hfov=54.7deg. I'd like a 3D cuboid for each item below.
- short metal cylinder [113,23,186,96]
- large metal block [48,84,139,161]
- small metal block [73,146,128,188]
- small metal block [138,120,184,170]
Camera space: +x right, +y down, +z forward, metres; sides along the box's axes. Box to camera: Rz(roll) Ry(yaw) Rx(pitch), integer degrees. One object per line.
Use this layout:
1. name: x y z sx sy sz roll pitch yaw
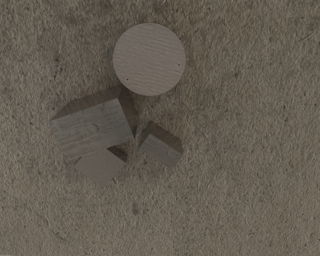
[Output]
1. short metal cylinder: -0.012 -0.083 0.366 0.081 0.050 0.079 0 110 0
2. large metal block: -0.074 -0.011 0.376 0.080 0.080 0.050 -18 109 6
3. small metal block: -0.081 0.045 0.426 0.050 0.025 0.050 39 105 -13
4. small metal block: 0.001 0.021 0.404 0.050 0.050 0.025 34 107 -12
